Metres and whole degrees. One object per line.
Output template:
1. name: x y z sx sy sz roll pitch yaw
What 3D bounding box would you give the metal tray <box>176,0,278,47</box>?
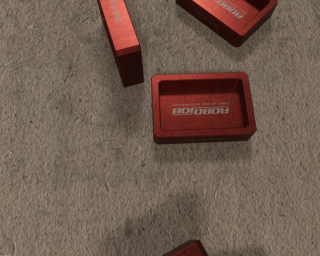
1. metal tray: 0.100 -0.196 0.478 0.130 0.030 0.090 42 75 13

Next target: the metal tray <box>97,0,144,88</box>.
1. metal tray: -0.056 -0.132 0.421 0.030 0.090 0.130 -17 71 -6

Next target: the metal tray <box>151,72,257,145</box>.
1. metal tray: 0.055 -0.027 0.415 0.131 0.030 0.090 -2 70 -1

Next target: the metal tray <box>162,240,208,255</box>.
1. metal tray: -0.013 0.160 0.315 0.131 0.090 0.030 -26 73 -10
